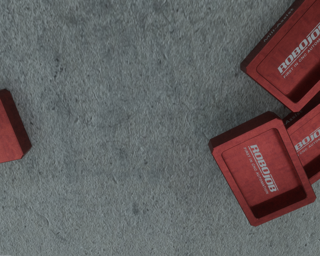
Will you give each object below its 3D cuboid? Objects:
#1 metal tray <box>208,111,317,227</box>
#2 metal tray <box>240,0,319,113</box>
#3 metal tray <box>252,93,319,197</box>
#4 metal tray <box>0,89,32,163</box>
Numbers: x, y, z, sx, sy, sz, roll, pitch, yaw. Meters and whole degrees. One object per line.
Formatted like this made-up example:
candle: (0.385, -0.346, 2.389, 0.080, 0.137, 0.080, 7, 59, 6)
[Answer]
metal tray: (0.130, 0.055, 0.395, 0.090, 0.030, 0.130, -27, 108, 10)
metal tray: (0.174, -0.095, 0.373, 0.090, 0.030, 0.130, 36, 106, -13)
metal tray: (0.197, 0.023, 0.417, 0.130, 0.030, 0.090, -42, 105, 13)
metal tray: (-0.250, 0.007, 0.407, 0.131, 0.030, 0.089, -12, 110, 4)
